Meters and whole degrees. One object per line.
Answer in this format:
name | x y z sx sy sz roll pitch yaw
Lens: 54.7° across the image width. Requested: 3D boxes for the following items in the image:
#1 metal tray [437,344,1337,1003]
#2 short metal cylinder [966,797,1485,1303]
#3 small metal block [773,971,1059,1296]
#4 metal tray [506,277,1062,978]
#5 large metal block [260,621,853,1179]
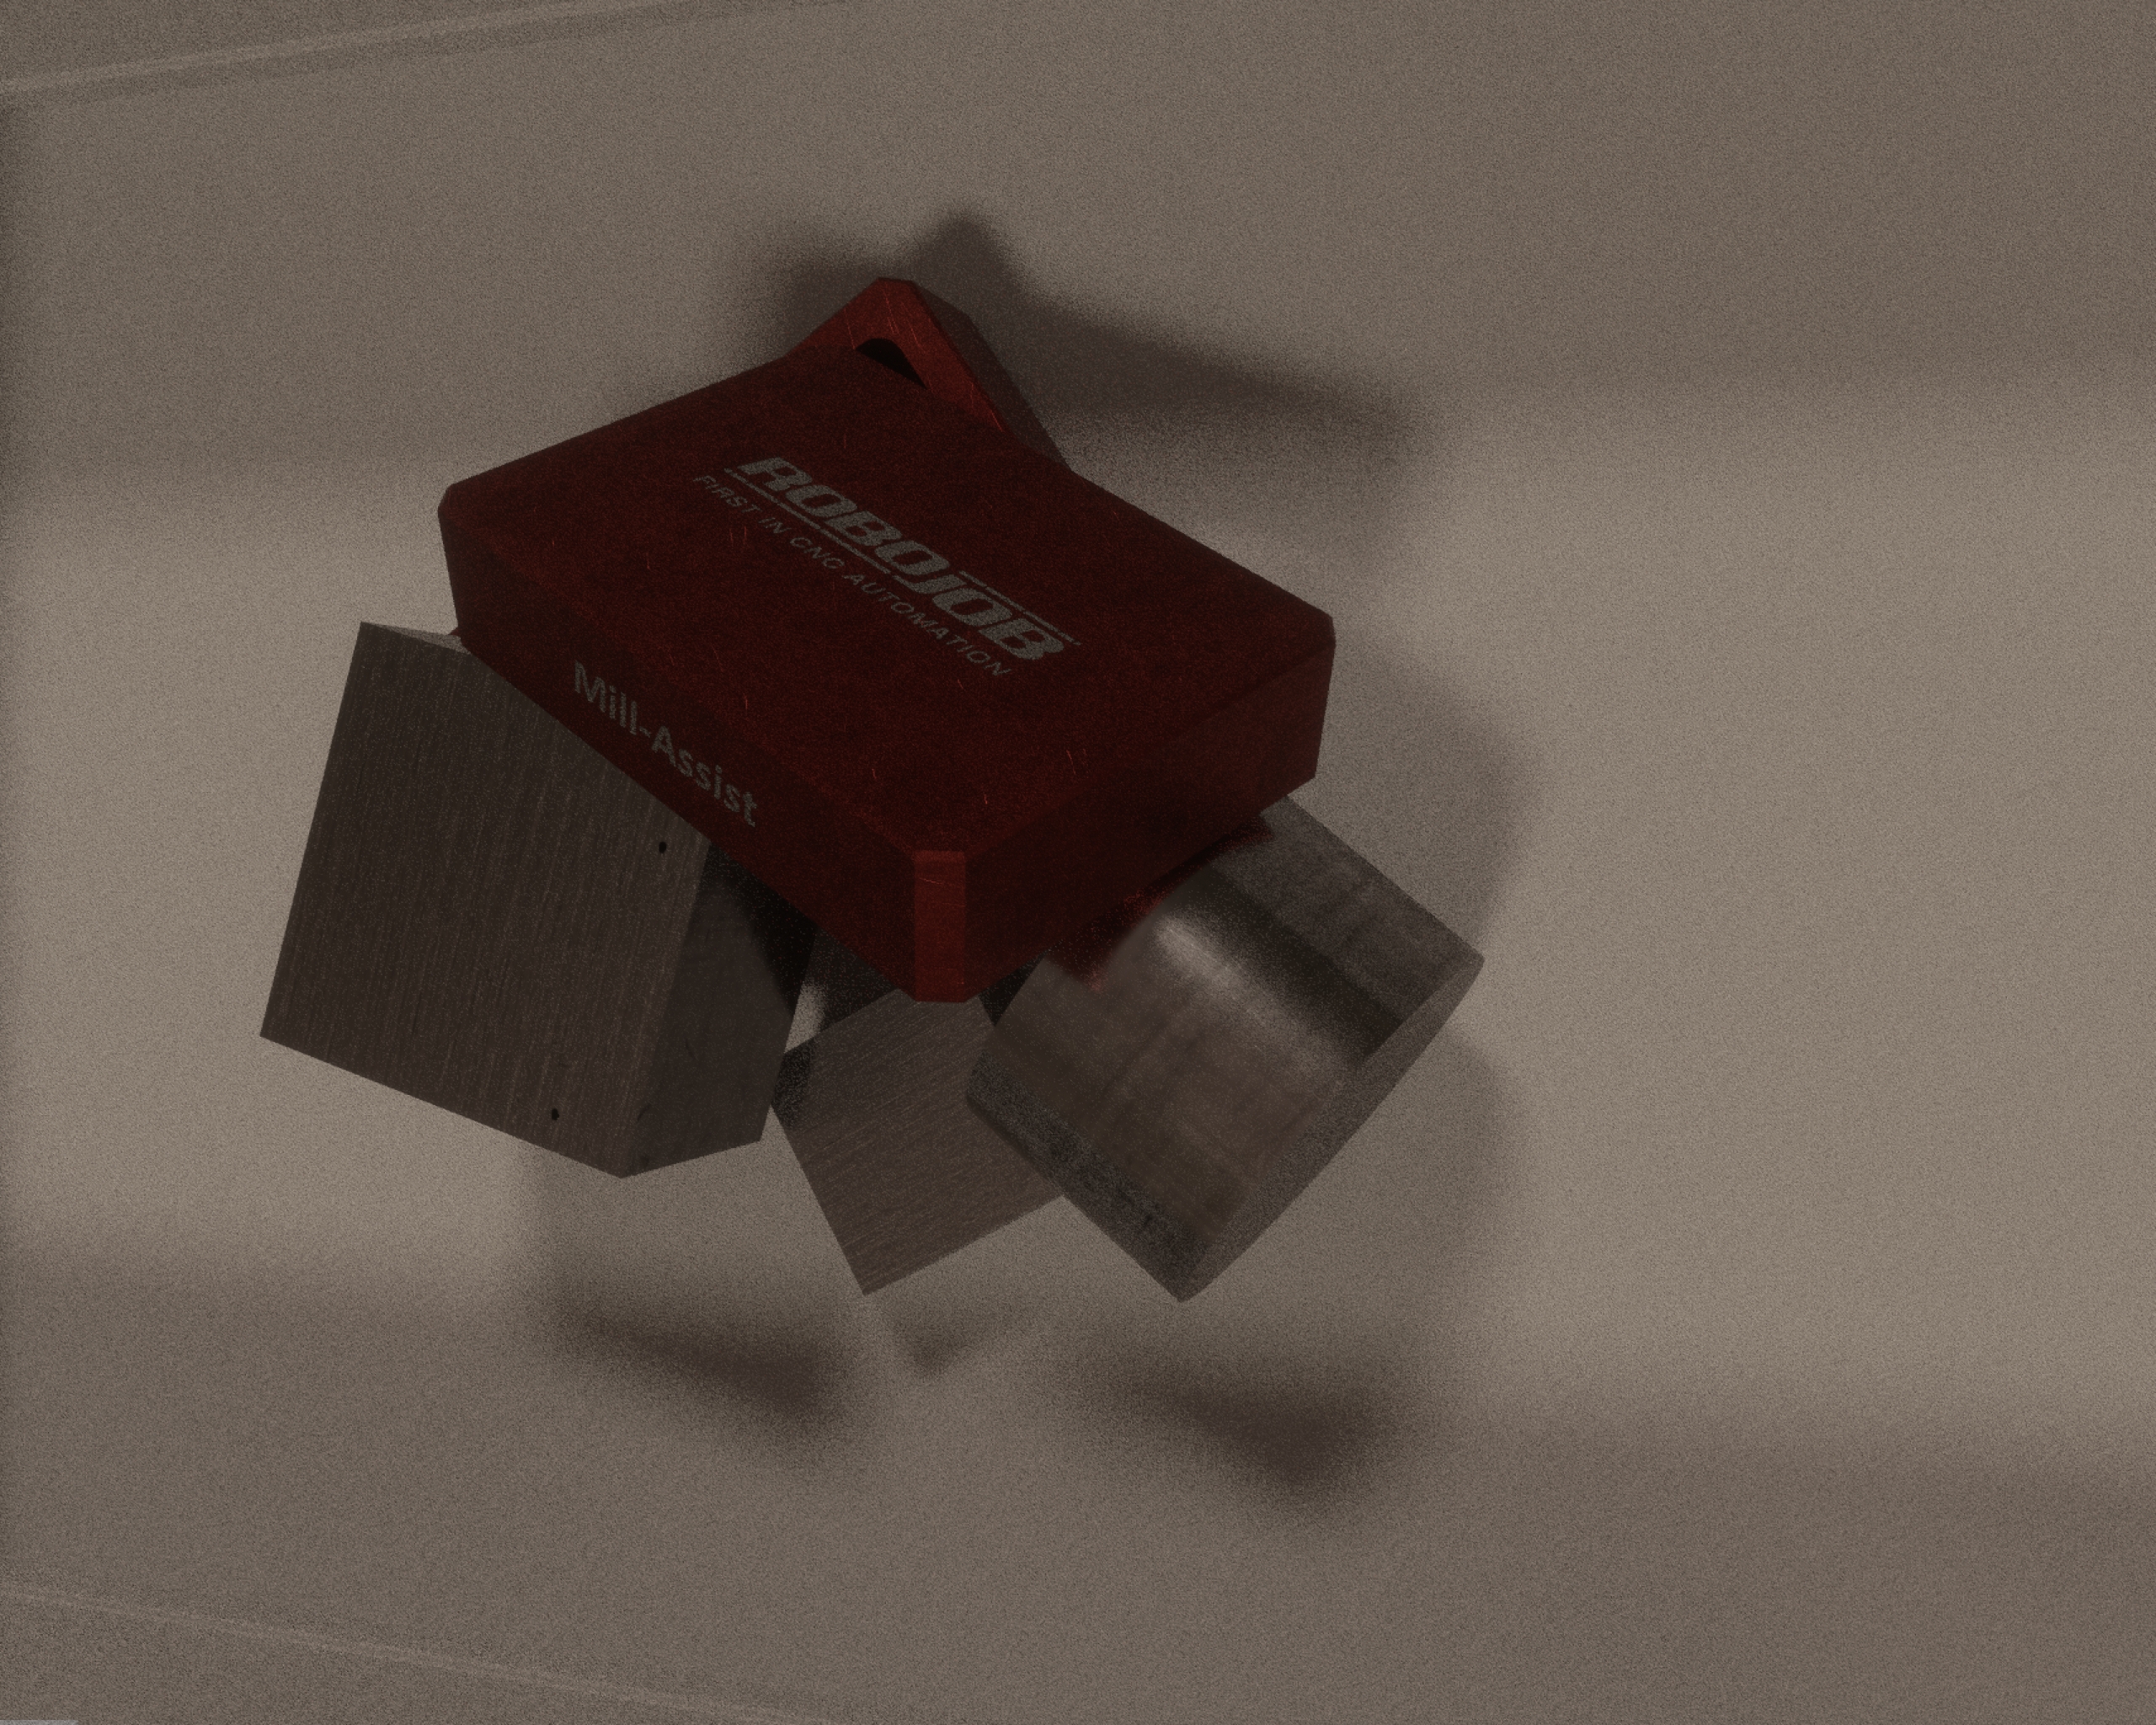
metal tray | -0.034 -0.039 0.354 0.130 0.091 0.030 35 140 31
short metal cylinder | 0.026 0.031 0.370 0.050 0.080 0.080 41 103 15
small metal block | -0.028 0.051 0.418 0.050 0.025 0.050 -30 80 17
metal tray | -0.057 -0.043 0.425 0.130 0.030 0.090 -35 79 16
large metal block | -0.096 0.005 0.394 0.080 0.050 0.080 17 96 18
